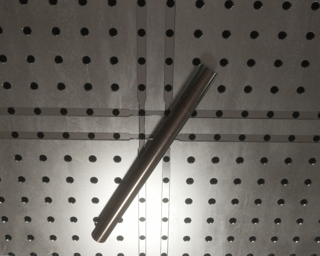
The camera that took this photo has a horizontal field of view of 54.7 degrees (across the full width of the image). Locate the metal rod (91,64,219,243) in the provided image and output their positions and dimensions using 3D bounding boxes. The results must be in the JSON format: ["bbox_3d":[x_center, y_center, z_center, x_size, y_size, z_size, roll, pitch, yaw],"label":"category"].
[{"bbox_3d":[-0.015,0.046,0.430,0.025,0.025,0.298,30,107,-11],"label":"metal rod"}]
